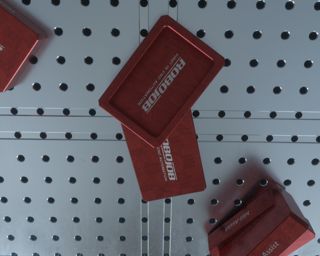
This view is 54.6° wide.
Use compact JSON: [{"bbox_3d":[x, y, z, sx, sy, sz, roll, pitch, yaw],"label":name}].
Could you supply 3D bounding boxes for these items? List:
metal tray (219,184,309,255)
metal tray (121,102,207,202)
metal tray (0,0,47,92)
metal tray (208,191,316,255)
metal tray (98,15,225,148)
[{"bbox_3d":[0.137,0.148,0.431,0.030,0.090,0.130,38,106,-3],"label":"metal tray"},{"bbox_3d":[0.007,0.031,0.422,0.090,0.030,0.129,-12,110,4],"label":"metal tray"},{"bbox_3d":[-0.216,-0.116,0.366,0.130,0.030,0.090,37,106,-13],"label":"metal tray"},{"bbox_3d":[0.147,0.163,0.462,0.090,0.030,0.130,38,113,-14],"label":"metal tray"},{"bbox_3d":[0.002,-0.053,0.368,0.090,0.030,0.130,38,95,0],"label":"metal tray"}]
